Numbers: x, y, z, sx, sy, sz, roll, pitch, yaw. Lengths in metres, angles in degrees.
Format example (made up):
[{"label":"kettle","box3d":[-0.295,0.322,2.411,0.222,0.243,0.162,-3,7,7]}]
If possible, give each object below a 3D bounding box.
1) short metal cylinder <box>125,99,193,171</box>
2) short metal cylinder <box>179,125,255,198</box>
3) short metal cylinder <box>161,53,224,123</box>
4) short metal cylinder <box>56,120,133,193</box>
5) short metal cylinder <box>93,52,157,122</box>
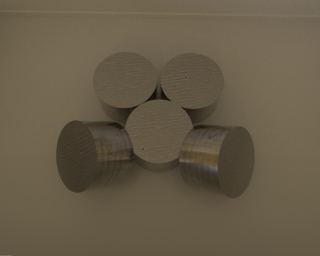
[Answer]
[{"label":"short metal cylinder","box3d":[-0.001,0.011,0.389,0.081,0.050,0.080,0,70,0]},{"label":"short metal cylinder","box3d":[0.068,0.037,0.359,0.050,0.080,0.080,3,64,43]},{"label":"short metal cylinder","box3d":[0.041,-0.052,0.415,0.081,0.050,0.080,0,70,0]},{"label":"short metal cylinder","box3d":[-0.077,0.032,0.360,0.050,0.080,0.080,1,62,-48]},{"label":"short metal cylinder","box3d":[-0.044,-0.053,0.413,0.081,0.050,0.080,0,70,0]}]
